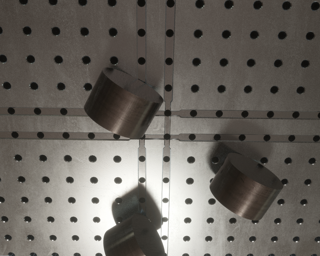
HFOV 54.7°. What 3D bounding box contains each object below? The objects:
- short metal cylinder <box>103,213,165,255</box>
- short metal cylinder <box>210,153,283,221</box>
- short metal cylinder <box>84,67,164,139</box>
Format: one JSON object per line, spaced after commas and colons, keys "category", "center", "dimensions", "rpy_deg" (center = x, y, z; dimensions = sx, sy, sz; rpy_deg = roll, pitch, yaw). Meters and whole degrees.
{"category": "short metal cylinder", "center": [-0.036, 0.171, 0.447], "dimensions": [0.050, 0.080, 0.080], "rpy_deg": [-34, 107, 11]}
{"category": "short metal cylinder", "center": [0.114, 0.076, 0.414], "dimensions": [0.080, 0.080, 0.050], "rpy_deg": [23, 108, -9]}
{"category": "short metal cylinder", "center": [-0.043, -0.031, 0.372], "dimensions": [0.080, 0.080, 0.050], "rpy_deg": [27, 108, -10]}
